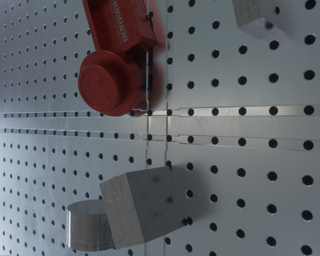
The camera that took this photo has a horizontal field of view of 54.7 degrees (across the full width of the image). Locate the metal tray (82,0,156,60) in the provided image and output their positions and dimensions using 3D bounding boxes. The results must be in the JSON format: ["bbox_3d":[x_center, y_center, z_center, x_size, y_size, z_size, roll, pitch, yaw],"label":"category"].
[{"bbox_3d":[-0.064,-0.160,0.459,0.090,0.030,0.129,-27,73,36],"label":"metal tray"}]

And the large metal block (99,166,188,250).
[{"bbox_3d":[-0.020,0.097,0.390,0.050,0.081,0.080,-28,73,37],"label":"large metal block"}]

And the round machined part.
[{"bbox_3d":[-0.076,-0.060,0.437,0.098,0.042,0.097,13,120,24],"label":"round machined part"}]

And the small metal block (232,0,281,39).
[{"bbox_3d":[0.097,-0.123,0.313,0.025,0.050,0.050,-15,81,39],"label":"small metal block"}]

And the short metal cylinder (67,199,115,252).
[{"bbox_3d":[-0.094,0.139,0.451,0.080,0.081,0.050,2,91,40],"label":"short metal cylinder"}]
